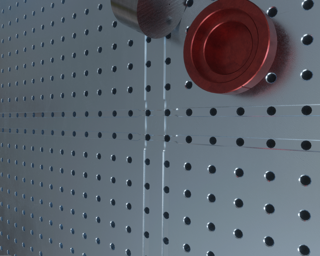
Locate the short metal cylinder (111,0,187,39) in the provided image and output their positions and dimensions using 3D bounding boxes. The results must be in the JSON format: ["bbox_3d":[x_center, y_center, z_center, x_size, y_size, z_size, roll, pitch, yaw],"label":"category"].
[{"bbox_3d":[-0.013,-0.158,0.383,0.050,0.081,0.079,36,112,34],"label":"short metal cylinder"}]

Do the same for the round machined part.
[{"bbox_3d":[0.077,-0.084,0.333,0.098,0.042,0.097,0,90,39],"label":"round machined part"}]
